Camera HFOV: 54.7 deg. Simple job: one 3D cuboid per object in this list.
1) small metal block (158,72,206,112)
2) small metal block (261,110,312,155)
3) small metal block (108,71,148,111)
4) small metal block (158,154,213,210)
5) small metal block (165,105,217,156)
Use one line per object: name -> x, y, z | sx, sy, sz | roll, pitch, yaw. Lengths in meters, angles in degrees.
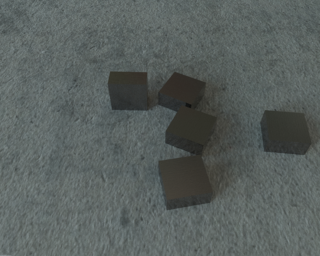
small metal block -> 0.032, -0.049, 0.445 | 0.050, 0.025, 0.050 | 23, 53, 17
small metal block -> 0.161, 0.005, 0.401 | 0.050, 0.025, 0.050 | 5, 50, 4
small metal block -> -0.043, -0.051, 0.429 | 0.050, 0.050, 0.025 | 1, 50, 1
small metal block -> 0.027, 0.061, 0.352 | 0.050, 0.025, 0.050 | -8, 51, -7
small metal block -> 0.041, 0.003, 0.401 | 0.050, 0.025, 0.050 | 21, 53, 16
